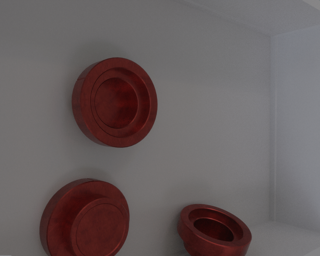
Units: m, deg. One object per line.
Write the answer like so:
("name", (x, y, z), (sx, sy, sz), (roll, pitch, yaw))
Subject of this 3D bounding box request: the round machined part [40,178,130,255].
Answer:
("round machined part", (-0.073, 0.106, 0.335), (0.099, 0.042, 0.097), (0, 90, -40))

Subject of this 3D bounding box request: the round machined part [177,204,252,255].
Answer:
("round machined part", (0.070, 0.148, 0.423), (0.099, 0.098, 0.042), (2, 109, -40))

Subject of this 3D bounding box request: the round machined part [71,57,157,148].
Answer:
("round machined part", (-0.054, -0.028, 0.350), (0.099, 0.042, 0.097), (0, 90, -40))
